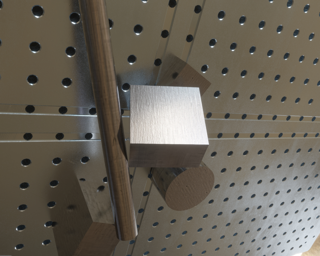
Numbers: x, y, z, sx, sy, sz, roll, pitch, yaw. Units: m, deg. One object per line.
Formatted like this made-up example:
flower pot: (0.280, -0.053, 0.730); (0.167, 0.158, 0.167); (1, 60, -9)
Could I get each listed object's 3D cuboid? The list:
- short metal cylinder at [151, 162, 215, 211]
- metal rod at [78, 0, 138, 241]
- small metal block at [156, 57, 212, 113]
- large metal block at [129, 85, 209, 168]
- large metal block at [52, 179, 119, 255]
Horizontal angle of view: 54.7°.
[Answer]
short metal cylinder: (0.033, 0.076, 0.462); (0.081, 0.050, 0.079); (-14, 125, -21)
metal rod: (-0.053, -0.017, 0.321); (0.025, 0.025, 0.298); (-13, 108, -22)
small metal block: (0.029, -0.053, 0.396); (0.050, 0.025, 0.050); (31, 101, -38)
large metal block: (0.005, -0.002, 0.356); (0.081, 0.080, 0.050); (1, 144, -7)
large metal block: (-0.094, 0.127, 0.404); (0.050, 0.080, 0.080); (22, 107, -37)
